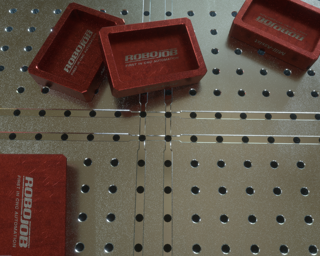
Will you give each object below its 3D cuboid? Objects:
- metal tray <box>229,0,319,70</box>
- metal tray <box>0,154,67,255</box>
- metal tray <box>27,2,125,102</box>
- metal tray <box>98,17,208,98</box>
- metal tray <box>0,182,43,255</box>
[{"bbox_3d":[0.184,-0.154,0.467,0.130,0.030,0.090,29,72,9],"label":"metal tray"},{"bbox_3d":[-0.155,0.096,0.353,0.091,0.030,0.129,2,69,-20],"label":"metal tray"},{"bbox_3d":[-0.116,-0.112,0.448,0.090,0.030,0.130,21,71,7],"label":"metal tray"},{"bbox_3d":[-0.010,-0.098,0.426,0.131,0.030,0.090,-13,79,-16],"label":"metal tray"},{"bbox_3d":[-0.220,0.091,0.373,0.130,0.030,0.090,35,73,11],"label":"metal tray"}]
